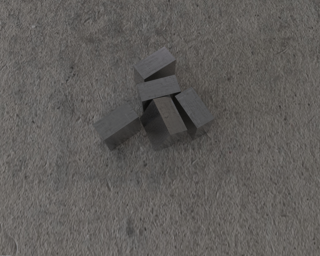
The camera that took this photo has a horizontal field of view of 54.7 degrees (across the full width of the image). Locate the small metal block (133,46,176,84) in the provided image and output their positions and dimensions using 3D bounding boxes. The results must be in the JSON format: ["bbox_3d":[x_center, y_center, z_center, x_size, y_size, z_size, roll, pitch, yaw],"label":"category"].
[{"bbox_3d":[-0.007,-0.076,0.422,0.050,0.050,0.025,-34,74,-12],"label":"small metal block"}]

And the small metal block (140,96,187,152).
[{"bbox_3d":[0.003,-0.005,0.393,0.025,0.050,0.050,-15,70,-31],"label":"small metal block"}]

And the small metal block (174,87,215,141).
[{"bbox_3d":[0.042,-0.017,0.401,0.025,0.050,0.050,-30,73,-10],"label":"small metal block"}]

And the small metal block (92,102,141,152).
[{"bbox_3d":[-0.053,-0.001,0.395,0.050,0.050,0.025,-35,74,-12],"label":"small metal block"}]

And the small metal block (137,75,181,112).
[{"bbox_3d":[-0.001,-0.042,0.410,0.050,0.050,0.025,-15,70,-6],"label":"small metal block"}]
